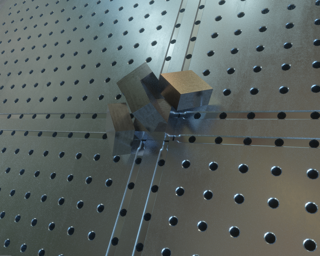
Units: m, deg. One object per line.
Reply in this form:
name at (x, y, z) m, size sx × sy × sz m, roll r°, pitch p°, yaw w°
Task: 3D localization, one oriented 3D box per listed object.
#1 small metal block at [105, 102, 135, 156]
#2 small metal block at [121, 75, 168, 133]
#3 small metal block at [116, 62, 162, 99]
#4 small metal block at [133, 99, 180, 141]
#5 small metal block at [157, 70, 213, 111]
small metal block at (-0.055, 0.002, 0.417) m, size 0.025 × 0.050 × 0.050 m, roll -6°, pitch 50°, yaw -20°
small metal block at (-0.020, -0.029, 0.389) m, size 0.025 × 0.050 × 0.050 m, roll -31°, pitch 52°, yaw 8°
small metal block at (-0.025, -0.057, 0.442) m, size 0.050 × 0.050 × 0.025 m, roll -35°, pitch 51°, yaw 5°
small metal block at (-0.005, -0.012, 0.419) m, size 0.050 × 0.025 × 0.050 m, roll 1°, pitch 62°, yaw 27°
small metal block at (0.032, -0.051, 0.406) m, size 0.050 × 0.025 × 0.050 m, roll -13°, pitch 44°, yaw -29°
